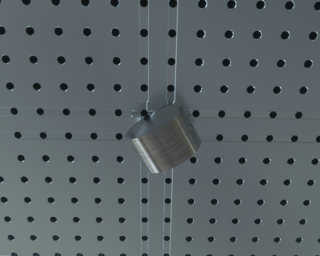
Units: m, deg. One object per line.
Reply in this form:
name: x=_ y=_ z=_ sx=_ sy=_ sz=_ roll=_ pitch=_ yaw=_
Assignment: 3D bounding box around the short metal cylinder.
short metal cylinder: x=0.004 y=0.012 z=0.388 sx=0.080 sy=0.080 sz=0.050 roll=-27 pitch=107 yaw=9
